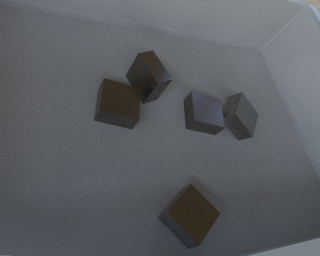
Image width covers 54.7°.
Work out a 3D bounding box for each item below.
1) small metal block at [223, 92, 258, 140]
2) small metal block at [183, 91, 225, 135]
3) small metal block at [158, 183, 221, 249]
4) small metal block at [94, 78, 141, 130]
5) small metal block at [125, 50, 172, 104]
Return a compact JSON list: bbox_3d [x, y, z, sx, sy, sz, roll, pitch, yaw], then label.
[{"bbox_3d":[0.123,-0.018,0.474,0.050,0.025,0.050,47,47,-25],"label":"small metal block"},{"bbox_3d":[0.064,-0.021,0.455,0.050,0.025,0.050,12,57,-22],"label":"small metal block"},{"bbox_3d":[0.035,0.103,0.363,0.050,0.025,0.050,45,51,3],"label":"small metal block"},{"bbox_3d":[-0.054,-0.031,0.397,0.050,0.025,0.050,14,56,-21],"label":"small metal block"},{"bbox_3d":[-0.017,-0.069,0.424,0.025,0.050,0.050,-22,74,-36],"label":"small metal block"}]
